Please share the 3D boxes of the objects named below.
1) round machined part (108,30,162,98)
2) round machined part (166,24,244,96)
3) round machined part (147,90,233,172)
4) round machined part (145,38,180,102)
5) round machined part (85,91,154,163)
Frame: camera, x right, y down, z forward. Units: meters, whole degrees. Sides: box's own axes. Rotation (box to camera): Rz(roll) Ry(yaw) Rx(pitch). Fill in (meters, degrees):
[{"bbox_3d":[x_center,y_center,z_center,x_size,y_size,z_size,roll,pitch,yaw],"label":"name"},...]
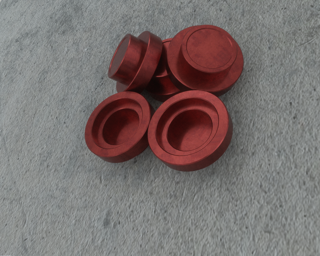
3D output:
[{"bbox_3d":[-0.041,-0.094,0.442,0.098,0.042,0.098,-44,33,40],"label":"round machined part"},{"bbox_3d":[0.058,-0.090,0.390,0.099,0.042,0.098,2,71,-5],"label":"round machined part"},{"bbox_3d":[0.038,0.007,0.369,0.098,0.042,0.098,-13,56,20],"label":"round machined part"},{"bbox_3d":[0.015,-0.088,0.438,0.098,0.042,0.098,-13,56,20],"label":"round machined part"},{"bbox_3d":[-0.048,0.002,0.417,0.098,0.042,0.098,-13,56,20],"label":"round machined part"}]
